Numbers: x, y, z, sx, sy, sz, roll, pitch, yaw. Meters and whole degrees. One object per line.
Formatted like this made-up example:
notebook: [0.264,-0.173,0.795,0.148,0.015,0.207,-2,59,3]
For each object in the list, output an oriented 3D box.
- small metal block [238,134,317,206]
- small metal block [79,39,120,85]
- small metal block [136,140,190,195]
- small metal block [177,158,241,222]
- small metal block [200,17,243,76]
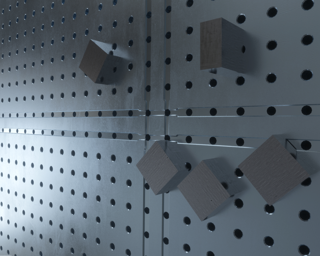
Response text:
small metal block: [0.117,0.042,0.312,0.050,0.025,0.050,-50,61,28]
small metal block: [-0.096,-0.103,0.486,0.050,0.025,0.050,43,116,31]
small metal block: [0.003,0.051,0.405,0.050,0.025,0.050,-51,60,27]
small metal block: [0.056,0.071,0.362,0.050,0.025,0.050,-51,60,27]
small metal block: [0.068,-0.086,0.336,0.025,0.050,0.050,0,90,40]
